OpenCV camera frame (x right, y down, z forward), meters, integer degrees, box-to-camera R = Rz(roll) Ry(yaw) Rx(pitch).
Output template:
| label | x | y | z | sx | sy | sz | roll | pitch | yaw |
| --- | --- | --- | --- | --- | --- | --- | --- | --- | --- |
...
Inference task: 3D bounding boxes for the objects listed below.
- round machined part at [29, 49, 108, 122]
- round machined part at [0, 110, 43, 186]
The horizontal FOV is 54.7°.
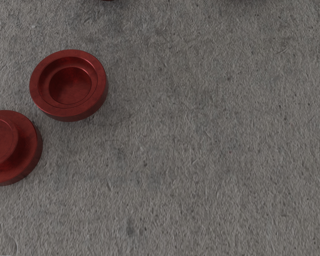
| label | x | y | z | sx | sy | sz | roll | pitch | yaw |
| --- | --- | --- | --- | --- | --- | --- | --- | --- | --- |
| round machined part | -0.119 | -0.053 | 0.418 | 0.099 | 0.042 | 0.098 | 0 | 70 | 0 |
| round machined part | -0.205 | 0.022 | 0.390 | 0.099 | 0.042 | 0.098 | 0 | 70 | 0 |
